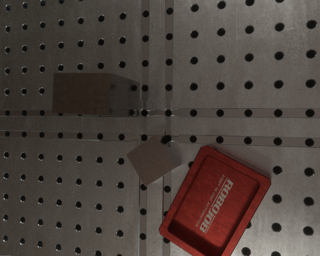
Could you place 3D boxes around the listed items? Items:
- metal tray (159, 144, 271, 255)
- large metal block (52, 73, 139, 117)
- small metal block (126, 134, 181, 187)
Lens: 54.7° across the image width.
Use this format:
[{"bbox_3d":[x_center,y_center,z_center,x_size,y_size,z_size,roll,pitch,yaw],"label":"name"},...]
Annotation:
[{"bbox_3d":[0.067,0.096,0.385,0.090,0.030,0.129,29,99,17],"label":"metal tray"},{"bbox_3d":[-0.082,-0.042,0.411,0.080,0.080,0.050,4,91,19],"label":"large metal block"},{"bbox_3d":[-0.008,0.043,0.415,0.050,0.025,0.050,-35,79,16],"label":"small metal block"}]
